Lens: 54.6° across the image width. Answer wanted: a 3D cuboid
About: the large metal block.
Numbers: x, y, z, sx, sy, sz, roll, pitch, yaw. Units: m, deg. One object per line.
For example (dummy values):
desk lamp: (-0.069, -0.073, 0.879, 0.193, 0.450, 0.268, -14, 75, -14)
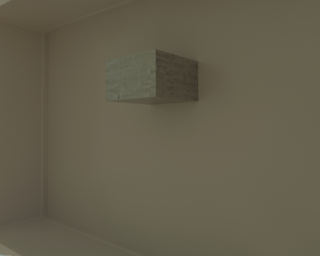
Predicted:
large metal block: (-0.009, -0.058, 0.380, 0.080, 0.081, 0.050, 0, 90, 40)
